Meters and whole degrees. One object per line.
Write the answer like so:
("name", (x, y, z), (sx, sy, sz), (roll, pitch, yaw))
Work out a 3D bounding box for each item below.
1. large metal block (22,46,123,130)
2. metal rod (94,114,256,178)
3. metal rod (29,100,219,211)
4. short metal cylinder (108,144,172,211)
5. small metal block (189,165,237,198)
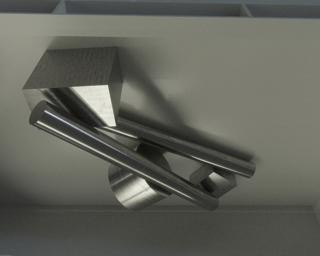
("large metal block", (-0.087, -0.045, 0.333), (0.080, 0.080, 0.050), (-3, 130, 2))
("metal rod", (-0.001, 0.015, 0.420), (0.302, 0.025, 0.025), (19, 127, -17))
("metal rod", (-0.015, 0.050, 0.373), (0.025, 0.025, 0.301), (-33, 136, 24))
("short metal cylinder", (-0.024, 0.067, 0.427), (0.050, 0.080, 0.080), (-33, 123, 24))
("small metal block", (0.082, 0.082, 0.479), (0.050, 0.025, 0.050), (31, 123, -24))
